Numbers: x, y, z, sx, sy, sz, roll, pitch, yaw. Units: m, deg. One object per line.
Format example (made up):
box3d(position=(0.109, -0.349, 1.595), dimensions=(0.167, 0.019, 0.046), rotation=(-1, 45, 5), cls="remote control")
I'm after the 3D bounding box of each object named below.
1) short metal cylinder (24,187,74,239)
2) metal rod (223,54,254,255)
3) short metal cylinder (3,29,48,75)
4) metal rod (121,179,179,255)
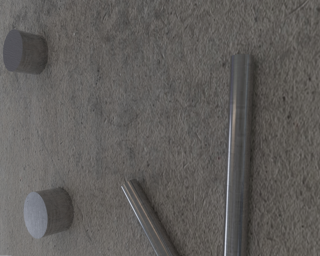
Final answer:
box3d(position=(-0.199, 0.150, 0.553), dimensions=(0.080, 0.050, 0.080), rotation=(0, 90, 40), cls="short metal cylinder")
box3d(position=(0.083, 0.072, 0.336), dimensions=(0.025, 0.025, 0.298), rotation=(3, 92, 40), cls="metal rod")
box3d(position=(-0.264, -0.147, 0.607), dimensions=(0.080, 0.050, 0.080), rotation=(0, 90, 40), cls="short metal cylinder")
box3d(position=(0.030, 0.195, 0.380), dimensions=(0.025, 0.025, 0.299), rotation=(-47, 62, 30), cls="metal rod")
